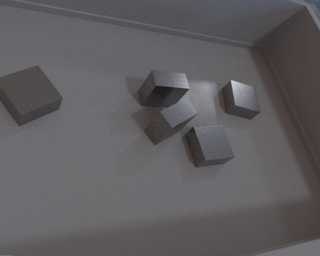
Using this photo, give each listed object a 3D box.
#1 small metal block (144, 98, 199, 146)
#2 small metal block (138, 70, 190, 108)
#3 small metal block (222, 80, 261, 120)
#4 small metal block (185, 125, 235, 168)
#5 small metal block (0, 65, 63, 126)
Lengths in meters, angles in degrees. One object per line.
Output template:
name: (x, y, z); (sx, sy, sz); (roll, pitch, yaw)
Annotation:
small metal block: (0.014, -0.008, 0.404); (0.050, 0.050, 0.025); (-29, 78, -38)
small metal block: (0.004, -0.052, 0.425); (0.050, 0.050, 0.025); (1, 61, -28)
small metal block: (0.133, -0.046, 0.508); (0.050, 0.025, 0.050); (12, 57, -22)
small metal block: (0.069, 0.025, 0.430); (0.050, 0.025, 0.050); (-3, 63, -30)
small metal block: (-0.148, -0.037, 0.349); (0.050, 0.025, 0.050); (-32, 80, -38)
